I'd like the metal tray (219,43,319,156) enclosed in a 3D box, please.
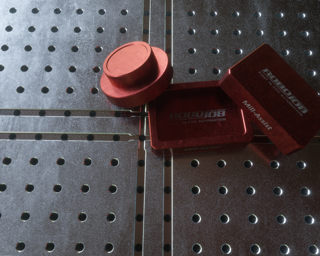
[{"bbox_3d":[0.152,-0.040,0.405,0.091,0.030,0.130,-38,81,-29],"label":"metal tray"}]

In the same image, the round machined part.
[{"bbox_3d":[-0.036,-0.077,0.408,0.098,0.042,0.098,-13,47,15],"label":"round machined part"}]

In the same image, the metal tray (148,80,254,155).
[{"bbox_3d":[0.051,-0.016,0.415,0.131,0.030,0.090,-5,70,-2],"label":"metal tray"}]
